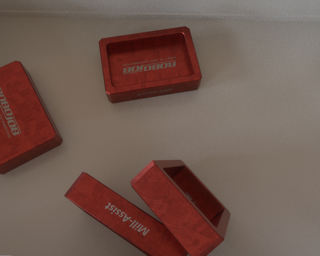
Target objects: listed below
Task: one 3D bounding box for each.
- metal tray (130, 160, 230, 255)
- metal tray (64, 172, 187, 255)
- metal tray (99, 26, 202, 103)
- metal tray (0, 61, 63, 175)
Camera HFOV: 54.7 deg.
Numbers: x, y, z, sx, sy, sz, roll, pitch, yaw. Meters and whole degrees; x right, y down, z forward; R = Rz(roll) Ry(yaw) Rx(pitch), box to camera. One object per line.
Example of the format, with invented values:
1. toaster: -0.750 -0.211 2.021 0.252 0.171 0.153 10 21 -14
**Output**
1. metal tray: 0.029 0.076 0.325 0.030 0.130 0.090 -45 75 7
2. metal tray: -0.033 0.104 0.335 0.130 0.090 0.030 31 69 10
3. metal tray: -0.015 -0.091 0.439 0.131 0.030 0.090 -10 70 -4
4. metal tray: -0.200 -0.016 0.410 0.090 0.030 0.130 -29 73 -10
